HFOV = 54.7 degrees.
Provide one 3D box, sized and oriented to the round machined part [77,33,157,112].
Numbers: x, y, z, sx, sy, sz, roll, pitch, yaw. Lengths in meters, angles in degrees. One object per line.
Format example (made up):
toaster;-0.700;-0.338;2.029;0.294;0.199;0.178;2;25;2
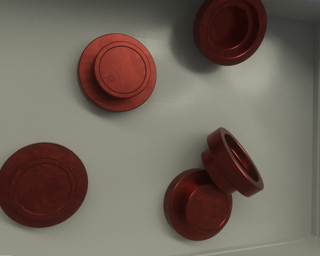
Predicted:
round machined part;-0.050;-0.069;0.384;0.099;0.042;0.097;0;90;-21

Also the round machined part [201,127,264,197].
round machined part;0.093;0.050;0.418;0.042;0.098;0.098;-37;105;20

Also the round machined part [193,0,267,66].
round machined part;0.091;-0.138;0.423;0.099;0.042;0.097;-8;119;-14

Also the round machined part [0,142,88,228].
round machined part;-0.132;0.065;0.353;0.099;0.042;0.097;0;90;-21

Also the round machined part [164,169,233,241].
round machined part;0.058;0.107;0.425;0.099;0.042;0.097;0;90;-20
